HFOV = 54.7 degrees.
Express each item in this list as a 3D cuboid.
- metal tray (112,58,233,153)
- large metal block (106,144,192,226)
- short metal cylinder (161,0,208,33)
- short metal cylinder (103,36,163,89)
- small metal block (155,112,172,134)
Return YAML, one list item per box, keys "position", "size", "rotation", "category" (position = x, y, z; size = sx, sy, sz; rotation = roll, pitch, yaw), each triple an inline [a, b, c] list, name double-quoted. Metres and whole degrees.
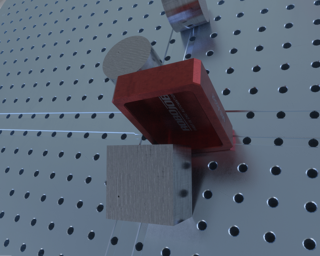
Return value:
- position: [0.020, -0.014, 0.338]
  size: [0.090, 0.130, 0.030]
  rotation: [-9, 56, 23]
  category: "metal tray"
- position: [-0.012, 0.059, 0.344]
  size: [0.080, 0.050, 0.080]
  rotation: [-3, 84, 27]
  category: "large metal block"
- position: [0.038, -0.192, 0.471]
  size: [0.050, 0.080, 0.080]
  rotation: [-14, 56, 21]
  category: "short metal cylinder"
- position: [-0.039, -0.092, 0.469]
  size: [0.080, 0.050, 0.080]
  rotation: [-13, 56, 21]
  category: "short metal cylinder"
- position: [0.000, -0.025, 0.407]
  size: [0.025, 0.050, 0.050]
  rotation: [-39, 51, -2]
  category: "small metal block"
